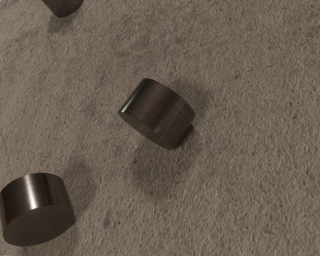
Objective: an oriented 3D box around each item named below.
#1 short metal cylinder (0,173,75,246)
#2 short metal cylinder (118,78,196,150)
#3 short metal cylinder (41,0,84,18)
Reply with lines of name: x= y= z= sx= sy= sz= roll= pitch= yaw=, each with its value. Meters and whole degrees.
short metal cylinder: x=-0.153 y=0.101 z=0.385 sx=0.080 sy=0.080 sz=0.050 roll=-37 pitch=51 yaw=3
short metal cylinder: x=-0.004 y=-0.016 z=0.379 sx=0.080 sy=0.080 sz=0.050 roll=27 pitch=77 yaw=37
short metal cylinder: x=-0.213 y=-0.288 z=0.673 sx=0.080 sy=0.050 sz=0.080 roll=-13 pitch=56 yaw=20
